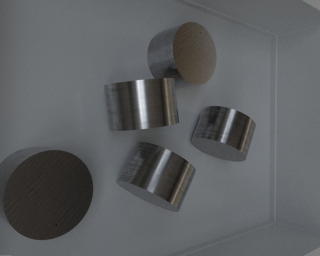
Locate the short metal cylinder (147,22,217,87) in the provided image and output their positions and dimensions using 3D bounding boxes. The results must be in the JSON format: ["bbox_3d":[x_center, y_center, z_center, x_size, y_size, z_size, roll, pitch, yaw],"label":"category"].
[{"bbox_3d":[0.030,-0.095,0.415,0.081,0.050,0.080,0,90,-40],"label":"short metal cylinder"}]

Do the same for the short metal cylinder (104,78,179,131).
[{"bbox_3d":[-0.021,-0.027,0.353,0.081,0.080,0.050,-11,97,-40],"label":"short metal cylinder"}]

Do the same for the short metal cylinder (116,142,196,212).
[{"bbox_3d":[-0.004,0.059,0.367,0.080,0.080,0.050,40,65,-33],"label":"short metal cylinder"}]

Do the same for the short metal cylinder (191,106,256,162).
[{"bbox_3d":[0.091,0.010,0.447,0.080,0.080,0.050,34,69,-35],"label":"short metal cylinder"}]

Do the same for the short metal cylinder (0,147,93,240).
[{"bbox_3d":[-0.112,0.059,0.296,0.081,0.050,0.080,0,90,-40],"label":"short metal cylinder"}]
